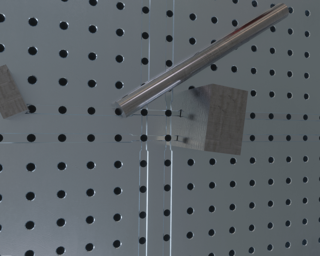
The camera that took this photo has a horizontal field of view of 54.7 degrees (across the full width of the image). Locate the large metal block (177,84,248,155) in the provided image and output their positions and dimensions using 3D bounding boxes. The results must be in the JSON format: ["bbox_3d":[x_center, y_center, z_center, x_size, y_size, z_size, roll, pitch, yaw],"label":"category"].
[{"bbox_3d":[0.066,-0.010,0.408,0.050,0.080,0.080,9,87,-20],"label":"large metal block"}]

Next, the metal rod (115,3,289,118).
[{"bbox_3d":[0.070,-0.103,0.438,0.302,0.025,0.025,-34,101,-17],"label":"metal rod"}]

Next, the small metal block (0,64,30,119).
[{"bbox_3d":[-0.166,-0.037,0.338,0.025,0.050,0.050,-26,99,-18],"label":"small metal block"}]
